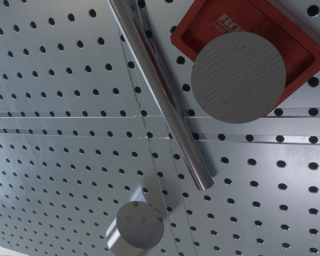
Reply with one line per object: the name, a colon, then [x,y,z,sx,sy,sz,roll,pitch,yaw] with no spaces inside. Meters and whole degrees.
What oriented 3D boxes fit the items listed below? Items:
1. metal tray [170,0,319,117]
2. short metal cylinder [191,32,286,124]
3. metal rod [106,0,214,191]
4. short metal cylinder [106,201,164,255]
metal tray: [0.086,-0.084,0.310,0.130,0.030,0.090,40,129,0]
short metal cylinder: [0.072,-0.048,0.294,0.080,0.050,0.079,3,104,11]
metal rod: [0.000,-0.049,0.380,0.025,0.025,0.299,-14,111,34]
short metal cylinder: [-0.040,0.166,0.500,0.080,0.080,0.050,35,129,4]
